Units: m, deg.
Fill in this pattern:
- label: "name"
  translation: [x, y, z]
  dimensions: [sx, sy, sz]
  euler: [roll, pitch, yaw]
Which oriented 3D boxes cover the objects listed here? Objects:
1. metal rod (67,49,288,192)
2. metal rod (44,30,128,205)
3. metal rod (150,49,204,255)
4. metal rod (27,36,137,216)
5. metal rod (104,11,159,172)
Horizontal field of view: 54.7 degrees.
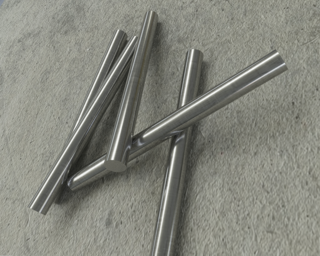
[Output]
- label: "metal rod"
  translation: [0.004, 0.002, 0.369]
  dimensions: [0.300, 0.025, 0.025]
  euler: [-31, 51, 20]
- label: "metal rod"
  translation: [-0.110, -0.031, 0.480]
  dimensions: [0.025, 0.025, 0.300]
  euler: [3, 63, 30]
- label: "metal rod"
  translation: [0.023, 0.028, 0.374]
  dimensions: [0.025, 0.025, 0.300]
  euler: [-3, 60, 27]
- label: "metal rod"
  translation: [-0.097, -0.019, 0.451]
  dimensions: [0.025, 0.025, 0.300]
  euler: [9, 61, 32]
- label: "metal rod"
  translation: [-0.032, -0.073, 0.434]
  dimensions: [0.025, 0.025, 0.300]
  euler: [-11, 47, 22]
